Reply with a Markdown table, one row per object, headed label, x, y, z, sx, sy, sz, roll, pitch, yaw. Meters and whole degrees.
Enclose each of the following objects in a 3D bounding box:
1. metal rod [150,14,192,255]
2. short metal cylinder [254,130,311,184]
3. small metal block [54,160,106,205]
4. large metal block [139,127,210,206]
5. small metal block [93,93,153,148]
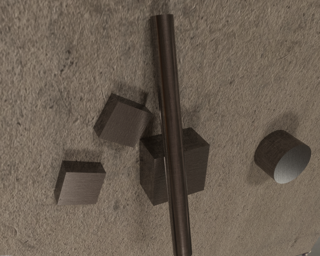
| label | x | y | z | sx | sy | sz | roll | pitch | yaw |
| --- | --- | --- | --- | --- | --- | --- | --- | --- | --- |
| metal rod | 0.016 | 0.022 | 0.372 | 0.025 | 0.025 | 0.298 | -12 | 106 | -23 |
| short metal cylinder | 0.214 | 0.050 | 0.542 | 0.081 | 0.050 | 0.079 | -14 | 125 | -21 |
| small metal block | -0.103 | 0.070 | 0.395 | 0.050 | 0.025 | 0.050 | 7 | 115 | -32 |
| large metal block | 0.018 | 0.053 | 0.435 | 0.081 | 0.050 | 0.079 | -12 | 124 | -22 |
| small metal block | -0.045 | -0.008 | 0.378 | 0.050 | 0.025 | 0.050 | 19 | 108 | -36 |
